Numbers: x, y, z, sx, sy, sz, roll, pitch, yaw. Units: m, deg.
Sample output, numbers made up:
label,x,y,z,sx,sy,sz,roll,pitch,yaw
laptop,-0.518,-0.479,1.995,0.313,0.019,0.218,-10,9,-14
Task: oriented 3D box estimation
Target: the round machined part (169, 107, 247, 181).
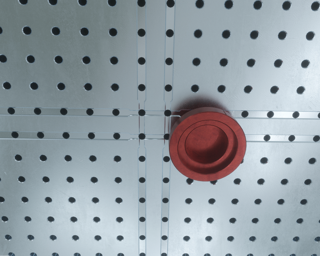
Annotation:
label,x,y,z,sx,sy,sz,roll,pitch,yaw
round machined part,0.061,0.018,0.412,0.099,0.042,0.097,0,110,-1
